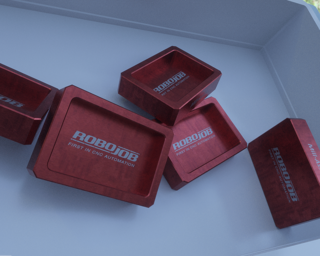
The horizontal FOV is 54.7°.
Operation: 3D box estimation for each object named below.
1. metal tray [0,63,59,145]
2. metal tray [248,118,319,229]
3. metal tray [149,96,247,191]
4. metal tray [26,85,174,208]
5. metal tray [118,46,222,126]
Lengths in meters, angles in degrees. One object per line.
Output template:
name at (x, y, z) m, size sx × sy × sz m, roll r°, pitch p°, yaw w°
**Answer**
metal tray at (-0.174, -0.038, 0.303) m, size 0.131 × 0.030 × 0.090 m, roll 24°, pitch 20°, yaw -14°
metal tray at (0.179, 0.062, 0.424) m, size 0.030 × 0.090 × 0.130 m, roll 1°, pitch 61°, yaw -28°
metal tray at (0.048, 0.016, 0.420) m, size 0.131 × 0.030 × 0.090 m, roll -23°, pitch 74°, yaw -37°
metal tray at (-0.055, 0.023, 0.320) m, size 0.131 × 0.030 × 0.090 m, roll 24°, pitch 76°, yaw -30°
metal tray at (0.017, -0.064, 0.428) m, size 0.090 × 0.030 × 0.131 m, roll 34°, pitch 44°, yaw 16°
